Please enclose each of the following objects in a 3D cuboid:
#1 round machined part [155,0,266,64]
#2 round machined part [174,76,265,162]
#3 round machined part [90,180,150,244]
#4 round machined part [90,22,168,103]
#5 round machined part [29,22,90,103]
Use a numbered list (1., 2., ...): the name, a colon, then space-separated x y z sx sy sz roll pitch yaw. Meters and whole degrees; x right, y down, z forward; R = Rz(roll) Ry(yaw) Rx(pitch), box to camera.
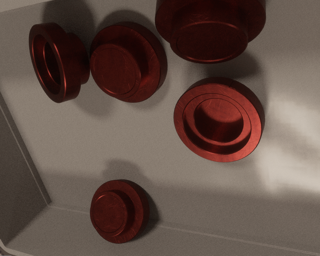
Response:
1. round machined part: 0.044 -0.093 0.281 0.099 0.042 0.098 4 163 1
2. round machined part: 0.069 -0.013 0.353 0.098 0.042 0.097 13 124 20
3. round machined part: -0.069 0.131 0.483 0.098 0.042 0.097 -3 83 24
4. round machined part: -0.044 -0.074 0.374 0.098 0.042 0.097 13 124 20
5. round machined part: -0.125 -0.084 0.394 0.098 0.042 0.097 29 131 41
